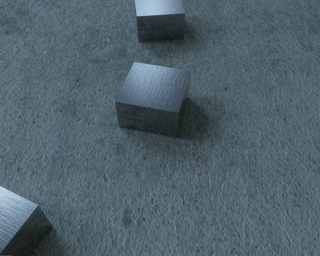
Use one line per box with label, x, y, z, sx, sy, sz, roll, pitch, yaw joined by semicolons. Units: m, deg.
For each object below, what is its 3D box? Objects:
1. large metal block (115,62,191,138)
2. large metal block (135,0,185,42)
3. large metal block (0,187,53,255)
large metal block;-0.007;-0.039;0.420;0.080;0.050;0.080;11;51;9
large metal block;-0.003;-0.202;0.556;0.081;0.050;0.080;-5;50;-5
large metal block;-0.168;0.103;0.299;0.080;0.050;0.080;20;53;16
